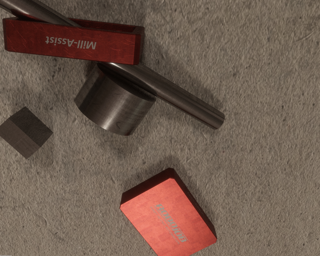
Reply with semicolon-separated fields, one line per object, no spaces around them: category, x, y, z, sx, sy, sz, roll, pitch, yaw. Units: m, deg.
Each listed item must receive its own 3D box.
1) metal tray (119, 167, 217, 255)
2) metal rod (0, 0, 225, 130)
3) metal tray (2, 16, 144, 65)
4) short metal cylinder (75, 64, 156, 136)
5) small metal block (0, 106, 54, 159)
metal tray;0.014;0.132;0.456;0.090;0.030;0.130;-31;108;10
metal rod;-0.045;-0.073;0.347;0.301;0.025;0.025;28;108;-24
metal tray;-0.085;-0.098;0.336;0.131;0.090;0.030;6;113;-3
short metal cylinder;-0.052;-0.035;0.367;0.080;0.080;0.050;32;107;-12
small metal block;-0.171;0.005;0.396;0.025;0.050;0.050;-39;106;13
